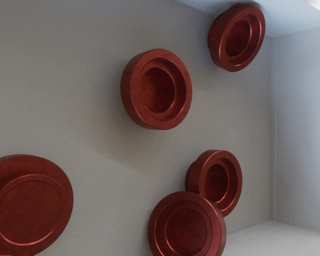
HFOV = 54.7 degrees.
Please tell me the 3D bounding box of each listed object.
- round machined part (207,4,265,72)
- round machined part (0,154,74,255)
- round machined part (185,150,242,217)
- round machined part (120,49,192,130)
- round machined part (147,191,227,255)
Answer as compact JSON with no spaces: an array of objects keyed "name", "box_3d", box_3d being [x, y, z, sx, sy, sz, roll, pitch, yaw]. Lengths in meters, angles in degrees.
[{"name":"round machined part","box_3d":[0.111,-0.138,0.472,0.099,0.042,0.097,-23,131,-29]},{"name":"round machined part","box_3d":[-0.127,0.075,0.289,0.099,0.042,0.097,0,90,-40]},{"name":"round machined part","box_3d":[0.075,0.081,0.459,0.099,0.042,0.097,0,90,-40]},{"name":"round machined part","box_3d":[-0.009,-0.046,0.388,0.099,0.042,0.097,0,90,-40]},{"name":"round machined part","box_3d":[0.037,0.132,0.394,0.042,0.098,0.098,33,68,-57]}]
